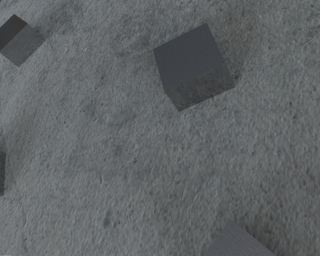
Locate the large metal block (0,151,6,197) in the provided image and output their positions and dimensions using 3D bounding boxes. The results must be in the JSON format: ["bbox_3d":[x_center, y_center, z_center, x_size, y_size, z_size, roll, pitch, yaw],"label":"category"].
[{"bbox_3d":[-0.298,0.080,0.492,0.080,0.050,0.080,-26,53,11],"label":"large metal block"}]

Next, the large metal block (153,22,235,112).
[{"bbox_3d":[0.044,-0.081,0.413,0.080,0.050,0.080,-23,53,13],"label":"large metal block"}]

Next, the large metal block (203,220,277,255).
[{"bbox_3d":[0.073,0.141,0.263,0.080,0.050,0.080,35,81,38],"label":"large metal block"}]

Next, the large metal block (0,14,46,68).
[{"bbox_3d":[-0.306,-0.187,0.659,0.080,0.050,0.080,-49,52,-6],"label":"large metal block"}]
